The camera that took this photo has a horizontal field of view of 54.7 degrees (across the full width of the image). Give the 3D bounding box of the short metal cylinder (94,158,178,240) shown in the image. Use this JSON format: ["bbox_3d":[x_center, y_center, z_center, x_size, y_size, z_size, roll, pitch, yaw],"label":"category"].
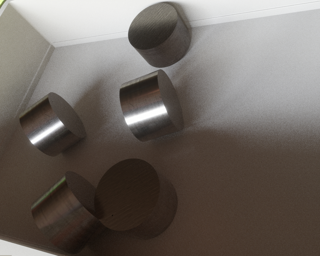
[{"bbox_3d":[-0.026,0.081,0.353,0.080,0.050,0.080,-13,56,20],"label":"short metal cylinder"}]

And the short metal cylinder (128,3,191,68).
[{"bbox_3d":[-0.001,-0.139,0.467,0.080,0.050,0.080,-11,65,24],"label":"short metal cylinder"}]

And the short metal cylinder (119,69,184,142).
[{"bbox_3d":[-0.009,-0.028,0.391,0.050,0.080,0.080,-18,55,17],"label":"short metal cylinder"}]

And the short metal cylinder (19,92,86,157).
[{"bbox_3d":[-0.155,-0.005,0.453,0.050,0.080,0.080,-34,52,6],"label":"short metal cylinder"}]

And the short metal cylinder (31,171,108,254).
[{"bbox_3d":[-0.100,0.097,0.362,0.050,0.080,0.080,-42,51,-1],"label":"short metal cylinder"}]
